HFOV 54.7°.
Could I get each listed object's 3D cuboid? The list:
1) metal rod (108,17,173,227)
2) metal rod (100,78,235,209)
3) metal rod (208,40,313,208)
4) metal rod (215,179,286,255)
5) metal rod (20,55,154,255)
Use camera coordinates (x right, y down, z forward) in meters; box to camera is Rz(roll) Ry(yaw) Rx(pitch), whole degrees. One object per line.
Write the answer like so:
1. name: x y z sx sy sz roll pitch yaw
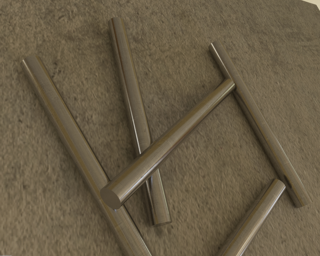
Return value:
1. metal rod: -0.032 -0.026 0.403 0.025 0.025 0.299 0 62 -29
2. metal rod: 0.032 -0.002 0.400 0.025 0.025 0.302 46 44 3
3. metal rod: 0.154 -0.017 0.499 0.025 0.025 0.299 -11 67 -33
4. metal rod: 0.073 0.153 0.351 0.025 0.025 0.302 49 51 6
5. metal rod: -0.075 0.045 0.336 0.025 0.025 0.299 -23 74 -37
